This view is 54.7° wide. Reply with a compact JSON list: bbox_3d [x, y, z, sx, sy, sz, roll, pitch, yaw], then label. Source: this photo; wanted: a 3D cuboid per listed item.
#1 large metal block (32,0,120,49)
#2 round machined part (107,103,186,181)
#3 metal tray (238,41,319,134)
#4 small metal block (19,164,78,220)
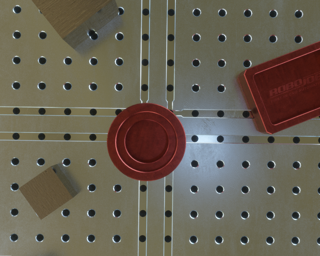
[{"bbox_3d":[-0.111,-0.164,0.400,0.080,0.050,0.080,-38,90,0],"label":"large metal block"},{"bbox_3d":[-0.017,0.017,0.405,0.099,0.042,0.097,0,90,0],"label":"round machined part"},{"bbox_3d":[0.183,-0.055,0.411,0.131,0.030,0.090,-21,90,0],"label":"metal tray"},{"bbox_3d":[-0.147,0.084,0.412,0.050,0.025,0.050,-35,90,0],"label":"small metal block"}]
